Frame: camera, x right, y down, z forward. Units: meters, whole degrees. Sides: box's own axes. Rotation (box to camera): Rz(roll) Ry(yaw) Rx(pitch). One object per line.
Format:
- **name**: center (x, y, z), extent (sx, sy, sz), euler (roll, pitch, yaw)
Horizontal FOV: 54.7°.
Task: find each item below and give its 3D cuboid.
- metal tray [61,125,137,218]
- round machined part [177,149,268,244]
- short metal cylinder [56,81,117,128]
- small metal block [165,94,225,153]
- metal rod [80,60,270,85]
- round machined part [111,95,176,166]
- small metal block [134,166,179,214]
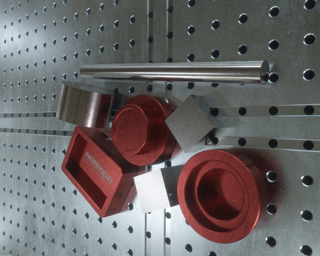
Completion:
- **metal tray**: center (-0.101, 0.065, 0.489), extent (0.130, 0.030, 0.089), euler (38, 114, 33)
- **round machined part**: center (0.071, 0.071, 0.340), extent (0.098, 0.042, 0.097), euler (0, 90, 40)
- **short metal cylinder**: center (-0.110, -0.036, 0.464), extent (0.080, 0.081, 0.050), euler (23, 104, 38)
- **small metal block**: center (0.041, -0.005, 0.376), extent (0.050, 0.025, 0.050), euler (-46, 63, 30)
- **metal rod**: center (-0.006, -0.075, 0.414), extent (0.300, 0.025, 0.025), euler (9, 96, 39)
- **round machined part**: center (-0.028, 0.003, 0.421), extent (0.098, 0.042, 0.097), euler (-3, 85, 39)
- **small metal block**: center (-0.003, 0.083, 0.413), extent (0.050, 0.025, 0.050), euler (-24, 75, 37)
